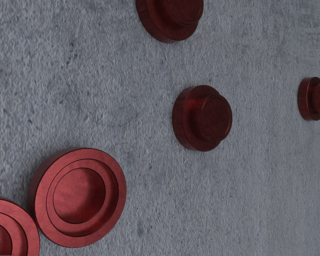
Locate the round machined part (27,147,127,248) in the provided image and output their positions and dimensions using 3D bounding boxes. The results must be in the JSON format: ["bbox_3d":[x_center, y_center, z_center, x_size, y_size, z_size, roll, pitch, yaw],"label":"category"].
[{"bbox_3d":[-0.087,0.068,0.321,0.099,0.042,0.097,0,90,-40],"label":"round machined part"}]

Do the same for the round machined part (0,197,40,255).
[{"bbox_3d":[-0.158,0.104,0.261,0.099,0.042,0.097,0,90,-40],"label":"round machined part"}]

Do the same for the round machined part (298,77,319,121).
[{"bbox_3d":[0.348,-0.065,0.685,0.099,0.042,0.097,0,90,-40],"label":"round machined part"}]

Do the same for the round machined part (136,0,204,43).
[{"bbox_3d":[0.020,-0.165,0.410,0.099,0.042,0.097,0,90,-40],"label":"round machined part"}]

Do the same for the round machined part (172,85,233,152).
[{"bbox_3d":[0.068,-0.014,0.450,0.099,0.042,0.097,0,90,-40],"label":"round machined part"}]
